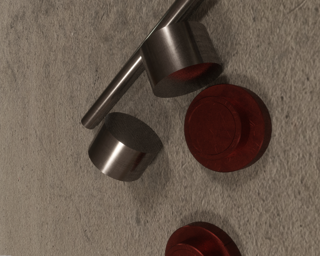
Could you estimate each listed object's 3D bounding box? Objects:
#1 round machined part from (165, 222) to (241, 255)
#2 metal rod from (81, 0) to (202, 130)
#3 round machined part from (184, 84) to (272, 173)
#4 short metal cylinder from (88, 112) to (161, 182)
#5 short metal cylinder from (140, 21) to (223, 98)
[{"bbox_3d":[0.043,0.162,0.357,0.098,0.042,0.097,0,90,39],"label":"round machined part"},{"bbox_3d":[-0.023,-0.098,0.421,0.299,0.025,0.025,-44,64,30],"label":"metal rod"},{"bbox_3d":[0.066,0.000,0.338,0.098,0.042,0.097,0,90,39],"label":"round machined part"},{"bbox_3d":[-0.046,0.023,0.405,0.080,0.081,0.050,48,118,29],"label":"short metal cylinder"},{"bbox_3d":[0.023,-0.074,0.349,0.080,0.081,0.050,-29,72,36],"label":"short metal cylinder"}]
